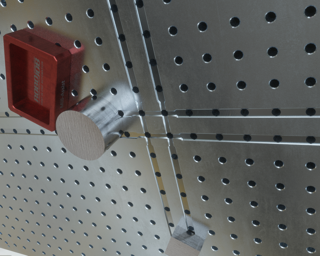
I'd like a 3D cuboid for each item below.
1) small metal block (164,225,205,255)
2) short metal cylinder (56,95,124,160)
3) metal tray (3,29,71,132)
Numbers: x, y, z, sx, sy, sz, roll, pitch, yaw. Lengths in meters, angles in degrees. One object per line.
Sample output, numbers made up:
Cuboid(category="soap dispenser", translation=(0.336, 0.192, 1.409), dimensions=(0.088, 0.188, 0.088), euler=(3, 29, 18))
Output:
Cuboid(category="small metal block", translation=(0.040, 0.195, 0.510), dimensions=(0.050, 0.025, 0.050), euler=(24, 127, 13))
Cuboid(category="short metal cylinder", translation=(-0.100, 0.000, 0.446), dimensions=(0.080, 0.050, 0.079), euler=(13, 124, 20))
Cuboid(category="metal tray", translation=(-0.182, -0.067, 0.459), dimensions=(0.090, 0.030, 0.129), euler=(26, 127, 12))
